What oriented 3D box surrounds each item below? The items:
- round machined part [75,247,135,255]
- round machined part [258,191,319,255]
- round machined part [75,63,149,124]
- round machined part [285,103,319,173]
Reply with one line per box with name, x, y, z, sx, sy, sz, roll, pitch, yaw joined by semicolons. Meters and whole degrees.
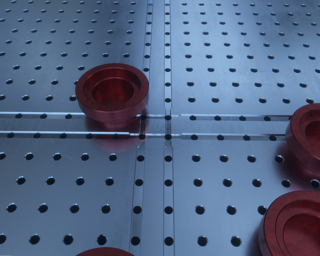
round machined part;-0.049;0.158;0.263;0.099;0.042;0.098;0;50;0
round machined part;0.146;0.115;0.302;0.099;0.042;0.098;0;50;0
round machined part;-0.064;-0.044;0.433;0.099;0.042;0.098;0;50;0
round machined part;0.206;0.018;0.384;0.099;0.042;0.098;0;50;0
